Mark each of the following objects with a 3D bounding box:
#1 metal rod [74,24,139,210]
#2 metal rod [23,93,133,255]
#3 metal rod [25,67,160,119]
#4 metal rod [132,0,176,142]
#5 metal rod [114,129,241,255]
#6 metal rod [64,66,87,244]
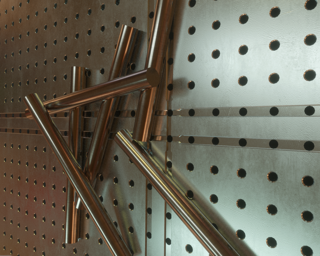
[{"bbox_3d":[-0.086,-0.007,0.482,0.025,0.025,0.298,29,108,36],"label":"metal rod"},{"bbox_3d":[-0.133,0.071,0.484,0.025,0.025,0.299,-42,76,32],"label":"metal rod"},{"bbox_3d":[-0.123,-0.045,0.478,0.300,0.025,0.025,-9,85,39],"label":"metal rod"},{"bbox_3d":[0.001,-0.129,0.409,0.025,0.025,0.298,18,101,38],"label":"metal rod"},{"bbox_3d":[0.034,0.104,0.381,0.300,0.025,0.025,45,117,30],"label":"metal rod"},{"bbox_3d":[-0.145,0.047,0.531,0.025,0.025,0.298,6,94,40],"label":"metal rod"}]
